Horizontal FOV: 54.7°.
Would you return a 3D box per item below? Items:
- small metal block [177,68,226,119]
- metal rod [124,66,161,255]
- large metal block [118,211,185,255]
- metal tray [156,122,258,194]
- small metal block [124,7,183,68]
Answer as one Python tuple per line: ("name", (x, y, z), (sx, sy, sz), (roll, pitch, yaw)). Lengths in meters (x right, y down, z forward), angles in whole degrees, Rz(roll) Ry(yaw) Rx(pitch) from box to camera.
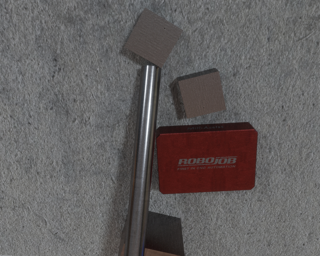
("small metal block", (0.053, -0.044, 0.394), (0.050, 0.025, 0.050), (-14, 110, 4))
("metal rod", (-0.024, 0.074, 0.381), (0.025, 0.025, 0.298), (5, 89, -2))
("large metal block", (-0.014, 0.165, 0.441), (0.081, 0.080, 0.050), (15, 110, -6))
("metal tray", (0.062, 0.042, 0.423), (0.131, 0.030, 0.089), (-3, 110, 0))
("small metal block", (-0.007, -0.108, 0.370), (0.050, 0.025, 0.050), (28, 107, -10))
